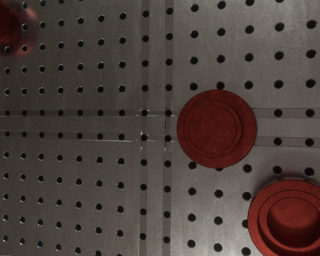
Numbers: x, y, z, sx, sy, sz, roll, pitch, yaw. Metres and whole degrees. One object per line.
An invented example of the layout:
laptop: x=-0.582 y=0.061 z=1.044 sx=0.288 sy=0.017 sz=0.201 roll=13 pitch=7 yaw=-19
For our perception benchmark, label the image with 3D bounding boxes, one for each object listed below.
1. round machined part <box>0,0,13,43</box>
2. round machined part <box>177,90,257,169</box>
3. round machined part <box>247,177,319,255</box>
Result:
round machined part: x=-0.280 y=-0.174 z=0.500 sx=0.098 sy=0.042 sz=0.097 roll=0 pitch=90 yaw=19
round machined part: x=0.067 y=0.001 z=0.379 sx=0.098 sy=0.042 sz=0.097 roll=0 pitch=90 yaw=19
round machined part: x=0.151 y=0.104 z=0.350 sx=0.098 sy=0.042 sz=0.097 roll=0 pitch=90 yaw=19
